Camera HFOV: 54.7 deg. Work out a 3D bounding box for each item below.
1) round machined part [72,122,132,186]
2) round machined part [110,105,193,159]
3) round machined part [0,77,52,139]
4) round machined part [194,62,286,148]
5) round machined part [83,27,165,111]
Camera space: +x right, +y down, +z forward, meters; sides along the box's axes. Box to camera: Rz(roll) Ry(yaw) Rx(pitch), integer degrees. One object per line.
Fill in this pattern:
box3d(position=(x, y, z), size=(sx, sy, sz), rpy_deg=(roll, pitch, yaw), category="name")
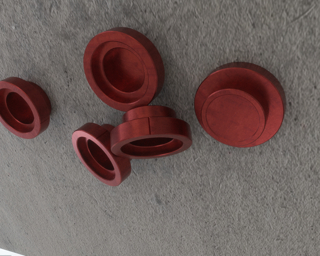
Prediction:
box3d(position=(-0.077, 0.033, 0.446), size=(0.098, 0.042, 0.097), rpy_deg=(28, 139, 27), category="round machined part")
box3d(position=(-0.012, 0.005, 0.382), size=(0.098, 0.099, 0.042), rpy_deg=(-22, 64, 36), category="round machined part")
box3d(position=(-0.212, -0.035, 0.486), size=(0.098, 0.042, 0.097), rpy_deg=(13, 124, 21), category="round machined part")
box3d(position=(0.084, -0.019, 0.340), size=(0.098, 0.042, 0.097), rpy_deg=(13, 124, 21), category="round machined part")
box3d(position=(-0.039, -0.072, 0.372), size=(0.098, 0.042, 0.097), rpy_deg=(13, 124, 21), category="round machined part")
